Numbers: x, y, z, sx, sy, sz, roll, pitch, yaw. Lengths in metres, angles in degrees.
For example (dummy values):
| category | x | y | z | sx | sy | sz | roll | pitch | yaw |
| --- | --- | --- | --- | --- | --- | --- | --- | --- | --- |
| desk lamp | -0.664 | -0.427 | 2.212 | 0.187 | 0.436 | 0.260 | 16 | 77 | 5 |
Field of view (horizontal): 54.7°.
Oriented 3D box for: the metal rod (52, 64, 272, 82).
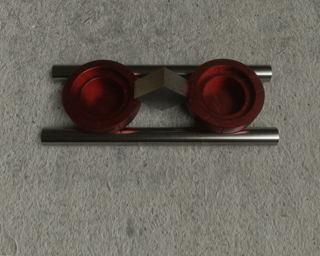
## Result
| category | x | y | z | sx | sy | sz | roll | pitch | yaw |
| --- | --- | --- | --- | --- | --- | --- | --- | --- | --- |
| metal rod | 0.003 | -0.077 | 0.437 | 0.302 | 0.025 | 0.025 | 0 | 70 | 0 |

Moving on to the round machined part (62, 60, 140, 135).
| category | x | y | z | sx | sy | sz | roll | pitch | yaw |
| --- | --- | --- | --- | --- | --- | --- | --- | --- | --- |
| round machined part | -0.074 | -0.037 | 0.409 | 0.099 | 0.042 | 0.098 | 0 | 70 | 0 |

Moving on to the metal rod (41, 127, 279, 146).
| category | x | y | z | sx | sy | sz | roll | pitch | yaw |
| --- | --- | --- | --- | --- | --- | --- | --- | --- | --- |
| metal rod | 0.000 | 0.011 | 0.405 | 0.302 | 0.025 | 0.025 | 0 | 70 | 0 |

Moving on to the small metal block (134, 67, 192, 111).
| category | x | y | z | sx | sy | sz | roll | pitch | yaw |
| --- | --- | --- | --- | --- | --- | --- | --- | --- | --- |
| small metal block | 0.004 | -0.047 | 0.385 | 0.050 | 0.050 | 0.025 | -18 | 63 | 40 |

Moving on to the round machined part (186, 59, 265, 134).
| category | x | y | z | sx | sy | sz | roll | pitch | yaw |
| --- | --- | --- | --- | --- | --- | --- | --- | --- | --- |
| round machined part | 0.083 | -0.039 | 0.409 | 0.099 | 0.042 | 0.098 | 0 | 70 | 0 |
